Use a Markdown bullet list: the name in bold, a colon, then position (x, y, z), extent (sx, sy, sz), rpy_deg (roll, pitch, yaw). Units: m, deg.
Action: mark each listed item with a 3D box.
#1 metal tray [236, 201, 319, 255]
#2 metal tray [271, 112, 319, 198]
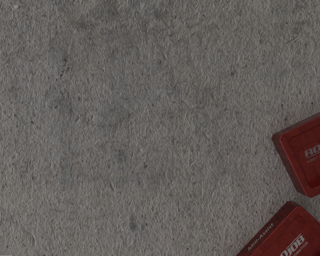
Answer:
- **metal tray**: position (0.166, 0.174, 0.408), extent (0.090, 0.030, 0.130), rpy_deg (43, 90, 0)
- **metal tray**: position (0.228, 0.023, 0.409), extent (0.131, 0.030, 0.090), rpy_deg (-26, 90, 0)
